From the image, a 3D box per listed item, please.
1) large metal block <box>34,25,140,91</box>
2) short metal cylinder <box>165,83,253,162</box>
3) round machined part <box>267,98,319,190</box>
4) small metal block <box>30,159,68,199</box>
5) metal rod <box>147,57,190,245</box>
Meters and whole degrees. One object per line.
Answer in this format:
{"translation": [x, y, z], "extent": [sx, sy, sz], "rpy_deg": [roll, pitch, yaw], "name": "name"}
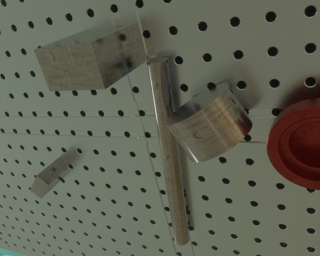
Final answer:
{"translation": [-0.082, -0.083, 0.366], "extent": [0.080, 0.080, 0.050], "rpy_deg": [2, 119, 27], "name": "large metal block"}
{"translation": [0.053, -0.007, 0.343], "extent": [0.080, 0.080, 0.050], "rpy_deg": [-27, 104, 37], "name": "short metal cylinder"}
{"translation": [0.165, 0.013, 0.321], "extent": [0.098, 0.042, 0.097], "rpy_deg": [13, 124, 20], "name": "round machined part"}
{"translation": [-0.198, 0.091, 0.553], "extent": [0.025, 0.050, 0.050], "rpy_deg": [39, 129, 1], "name": "small metal block"}
{"translation": [0.016, 0.050, 0.432], "extent": [0.025, 0.025, 0.298], "rpy_deg": [6, 121, 25], "name": "metal rod"}
